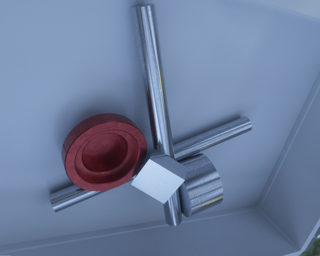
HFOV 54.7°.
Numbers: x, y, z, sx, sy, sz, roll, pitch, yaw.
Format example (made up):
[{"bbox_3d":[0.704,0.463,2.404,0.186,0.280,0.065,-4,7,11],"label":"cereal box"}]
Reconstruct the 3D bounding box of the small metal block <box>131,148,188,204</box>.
[{"bbox_3d":[-0.001,0.061,0.392,0.050,0.025,0.050,32,121,-5],"label":"small metal block"}]

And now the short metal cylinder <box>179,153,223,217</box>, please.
[{"bbox_3d":[0.048,0.082,0.450,0.050,0.080,0.079,-18,126,-18],"label":"short metal cylinder"}]

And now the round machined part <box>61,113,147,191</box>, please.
[{"bbox_3d":[-0.069,0.025,0.375,0.099,0.042,0.097,-14,125,-21],"label":"round machined part"}]

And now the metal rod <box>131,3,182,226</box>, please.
[{"bbox_3d":[0.002,0.004,0.389,0.025,0.025,0.298,-18,119,-18],"label":"metal rod"}]

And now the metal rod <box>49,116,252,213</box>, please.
[{"bbox_3d":[-0.001,0.044,0.435,0.302,0.025,0.025,-21,127,-17],"label":"metal rod"}]
